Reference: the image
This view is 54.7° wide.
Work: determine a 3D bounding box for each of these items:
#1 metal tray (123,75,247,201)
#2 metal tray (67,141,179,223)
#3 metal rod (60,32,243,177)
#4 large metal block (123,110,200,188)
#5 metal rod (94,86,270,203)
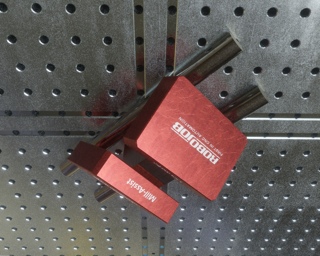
[{"bbox_3d":[0.035,0.014,0.352,0.130,0.030,0.090,39,76,-29],"label":"metal tray"},{"bbox_3d":[-0.047,0.069,0.399,0.130,0.030,0.090,42,162,-30],"label":"metal tray"},{"bbox_3d":[-0.028,-0.016,0.398,0.299,0.025,0.025,-35,122,25],"label":"metal rod"},{"bbox_3d":[0.000,0.023,0.394,0.080,0.080,0.050,-34,122,25],"label":"large metal block"},{"bbox_3d":[0.015,0.035,0.442,0.299,0.025,0.025,-34,123,25],"label":"metal rod"}]
